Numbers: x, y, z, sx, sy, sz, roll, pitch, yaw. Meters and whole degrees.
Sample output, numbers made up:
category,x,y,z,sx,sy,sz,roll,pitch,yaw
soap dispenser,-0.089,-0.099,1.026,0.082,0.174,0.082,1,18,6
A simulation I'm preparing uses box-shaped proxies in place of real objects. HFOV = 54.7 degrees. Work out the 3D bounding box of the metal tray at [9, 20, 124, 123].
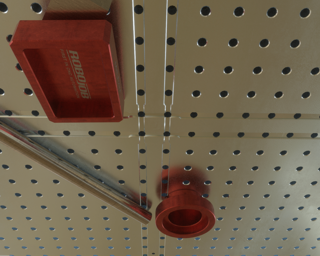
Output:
category,x,y,z,sx,sy,sz,roll,pitch,yaw
metal tray,-0.091,-0.054,0.337,0.091,0.030,0.129,-1,147,0

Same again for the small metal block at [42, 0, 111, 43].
category,x,y,z,sx,sy,sz,roll,pitch,yaw
small metal block,-0.085,-0.115,0.312,0.050,0.025,0.050,26,125,-21

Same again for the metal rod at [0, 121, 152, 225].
category,x,y,z,sx,sy,sz,roll,pitch,yaw
metal rod,-0.125,0.076,0.474,0.025,0.025,0.301,-36,122,26

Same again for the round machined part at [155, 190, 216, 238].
category,x,y,z,sx,sy,sz,roll,pitch,yaw
round machined part,0.041,0.141,0.522,0.099,0.042,0.097,-1,130,0
